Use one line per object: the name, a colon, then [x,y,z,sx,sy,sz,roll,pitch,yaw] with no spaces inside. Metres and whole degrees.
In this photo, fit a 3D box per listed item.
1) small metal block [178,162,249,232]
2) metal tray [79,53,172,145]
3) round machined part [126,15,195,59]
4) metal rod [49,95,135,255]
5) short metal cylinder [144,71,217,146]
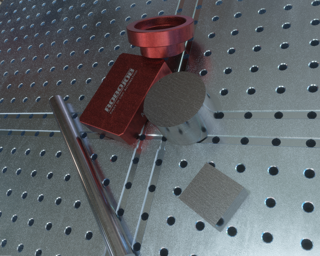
small metal block: [0.057,0.073,0.332,0.050,0.025,0.050,33,80,38]
metal tray: [-0.050,-0.048,0.459,0.090,0.030,0.130,17,70,34]
round machined part: [0.002,-0.134,0.459,0.099,0.042,0.098,-5,31,3]
metal rod: [-0.107,0.050,0.431,0.025,0.025,0.300,-38,51,3]
short metal cylinder: [0.027,-0.024,0.392,0.080,0.050,0.080,-13,56,20]
